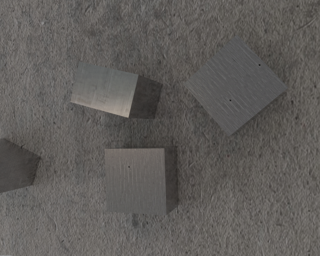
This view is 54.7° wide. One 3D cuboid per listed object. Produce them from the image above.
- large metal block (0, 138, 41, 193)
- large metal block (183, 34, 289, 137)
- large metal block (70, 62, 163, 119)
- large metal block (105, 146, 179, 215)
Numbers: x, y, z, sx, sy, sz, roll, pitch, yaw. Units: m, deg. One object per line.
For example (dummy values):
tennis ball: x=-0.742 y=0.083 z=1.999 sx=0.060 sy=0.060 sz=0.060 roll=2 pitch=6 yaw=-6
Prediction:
large metal block: x=-0.245 y=0.055 z=0.466 sx=0.080 sy=0.080 sz=0.050 roll=22 pitch=97 yaw=18
large metal block: x=0.089 y=-0.047 z=0.364 sx=0.080 sy=0.050 sz=0.080 roll=-42 pitch=77 yaw=15
large metal block: x=-0.053 y=-0.046 z=0.398 sx=0.080 sy=0.080 sz=0.050 roll=15 pitch=95 yaw=19
large metal block: x=-0.023 y=0.065 z=0.404 sx=0.080 sy=0.050 sz=0.080 roll=-2 pitch=89 yaw=20
